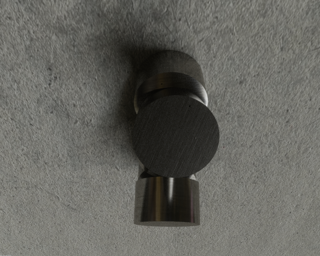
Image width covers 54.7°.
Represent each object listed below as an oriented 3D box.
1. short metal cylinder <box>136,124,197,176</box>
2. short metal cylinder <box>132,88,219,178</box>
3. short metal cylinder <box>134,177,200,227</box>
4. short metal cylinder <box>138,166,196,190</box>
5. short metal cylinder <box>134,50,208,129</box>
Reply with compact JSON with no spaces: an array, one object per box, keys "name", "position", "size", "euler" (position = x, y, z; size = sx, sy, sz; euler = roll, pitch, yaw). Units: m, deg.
[{"name":"short metal cylinder","position":[0.011,0.017,0.388],"size":[0.081,0.080,0.050],"euler":[1,130,-1]},{"name":"short metal cylinder","position":[0.014,0.003,0.310],"size":[0.081,0.050,0.079],"euler":[0,105,-1]},{"name":"short metal cylinder","position":[0.009,0.094,0.385],"size":[0.080,0.050,0.080],"euler":[1,158,1]},{"name":"short metal cylinder","position":[0.010,0.061,0.444],"size":[0.081,0.050,0.079],"euler":[0,130,0]},{"name":"short metal cylinder","position":[0.012,-0.042,0.357],"size":[0.081,0.050,0.079],"euler":[0,130,0]}]
